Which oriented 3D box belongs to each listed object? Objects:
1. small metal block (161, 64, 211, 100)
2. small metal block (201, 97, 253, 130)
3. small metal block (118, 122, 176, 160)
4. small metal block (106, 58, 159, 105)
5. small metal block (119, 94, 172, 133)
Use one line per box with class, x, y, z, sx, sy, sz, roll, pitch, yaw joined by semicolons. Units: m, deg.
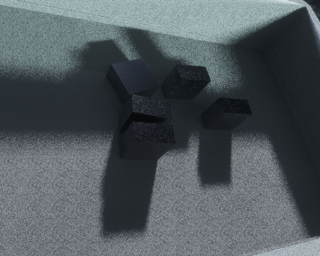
small metal block;0.037;-0.066;0.451;0.050;0.050;0.025;-2;63;-30
small metal block;0.097;-0.020;0.456;0.050;0.050;0.025;2;61;-28
small metal block;-0.017;0.017;0.372;0.050;0.050;0.025;4;60;-27
small metal block;-0.038;-0.065;0.426;0.050;0.025;0.050;-21;73;-36
small metal block;-0.020;-0.014;0.389;0.050;0.050;0.025;10;58;-23
